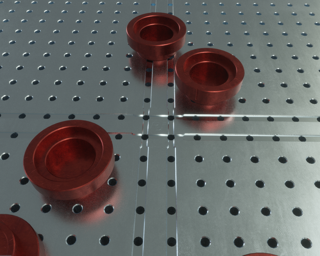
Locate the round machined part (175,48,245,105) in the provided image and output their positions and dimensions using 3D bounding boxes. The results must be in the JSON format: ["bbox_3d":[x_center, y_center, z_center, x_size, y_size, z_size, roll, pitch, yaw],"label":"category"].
[{"bbox_3d":[0.071,-0.072,0.458,0.099,0.042,0.098,0,50,0],"label":"round machined part"}]

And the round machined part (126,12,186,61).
[{"bbox_3d":[-0.006,-0.151,0.524,0.099,0.042,0.098,0,50,0],"label":"round machined part"}]

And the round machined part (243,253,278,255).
[{"bbox_3d":[0.089,0.162,0.261,0.099,0.042,0.098,0,50,0],"label":"round machined part"}]

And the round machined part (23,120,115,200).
[{"bbox_3d":[-0.102,0.040,0.363,0.099,0.042,0.098,0,50,0],"label":"round machined part"}]

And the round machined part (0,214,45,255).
[{"bbox_3d":[-0.164,0.126,0.290,0.099,0.042,0.098,0,50,0],"label":"round machined part"}]
